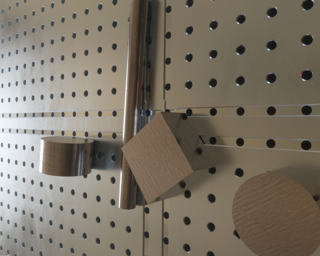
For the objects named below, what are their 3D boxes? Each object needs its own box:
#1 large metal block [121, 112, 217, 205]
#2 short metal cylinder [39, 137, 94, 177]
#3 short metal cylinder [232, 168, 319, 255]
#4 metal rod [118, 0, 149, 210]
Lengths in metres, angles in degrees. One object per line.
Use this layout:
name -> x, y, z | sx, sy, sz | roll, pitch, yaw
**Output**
large metal block -> 0.009, 0.036, 0.384 | 0.080, 0.050, 0.080 | -42, 65, 31
short metal cylinder -> -0.148, 0.043, 0.493 | 0.080, 0.081, 0.050 | 9, 96, 39
short metal cylinder -> 0.117, 0.080, 0.296 | 0.080, 0.050, 0.079 | 0, 90, 39
metal rod -> -0.037, -0.035, 0.437 | 0.025, 0.025, 0.298 | 6, 94, 39
